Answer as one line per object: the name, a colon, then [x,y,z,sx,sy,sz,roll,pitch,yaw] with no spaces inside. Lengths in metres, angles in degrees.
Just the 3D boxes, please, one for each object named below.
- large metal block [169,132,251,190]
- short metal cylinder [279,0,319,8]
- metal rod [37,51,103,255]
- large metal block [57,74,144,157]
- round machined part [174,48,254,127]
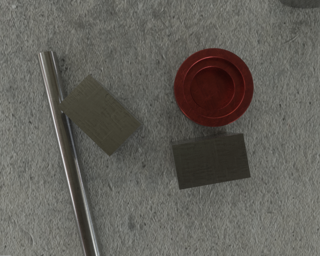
large metal block: [0.057,0.037,0.383,0.080,0.080,0.050,-10,90,0]
short metal cylinder: [0.193,-0.189,0.385,0.081,0.080,0.050,4,90,-1]
metal rod: [-0.116,0.048,0.408,0.025,0.025,0.298,-13,90,0]
large metal block: [-0.067,-0.014,0.382,0.080,0.080,0.050,44,90,-1]
round machined part: [0.067,-0.050,0.402,0.099,0.042,0.097,0,90,-1]
